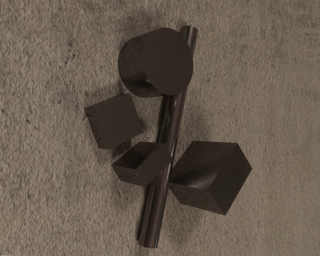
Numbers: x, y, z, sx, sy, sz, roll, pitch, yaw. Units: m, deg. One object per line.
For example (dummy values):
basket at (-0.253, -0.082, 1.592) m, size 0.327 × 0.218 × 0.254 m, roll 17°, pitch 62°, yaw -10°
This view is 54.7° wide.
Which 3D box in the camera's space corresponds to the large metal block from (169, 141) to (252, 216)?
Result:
large metal block at (0.066, 0.065, 0.427) m, size 0.080 × 0.080 × 0.050 m, roll -50°, pitch 120°, yaw -28°

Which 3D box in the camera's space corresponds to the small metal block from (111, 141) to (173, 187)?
small metal block at (-0.021, 0.042, 0.372) m, size 0.050 × 0.050 × 0.025 m, roll -40°, pitch 115°, yaw -33°

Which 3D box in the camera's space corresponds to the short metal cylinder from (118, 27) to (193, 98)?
short metal cylinder at (-0.004, -0.079, 0.386) m, size 0.081 × 0.050 × 0.079 m, roll 0°, pitch 90°, yaw -40°

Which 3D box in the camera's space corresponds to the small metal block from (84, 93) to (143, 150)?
small metal block at (-0.053, -0.009, 0.362) m, size 0.050 × 0.025 × 0.050 m, roll -28°, pitch 108°, yaw -37°

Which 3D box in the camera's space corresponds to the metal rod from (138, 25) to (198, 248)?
metal rod at (0.013, 0.005, 0.417) m, size 0.025 × 0.025 × 0.299 m, roll 19°, pitch 78°, yaw -39°
